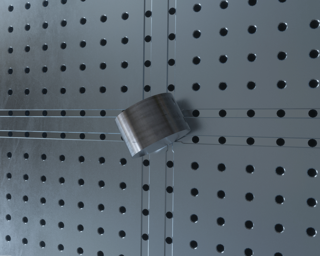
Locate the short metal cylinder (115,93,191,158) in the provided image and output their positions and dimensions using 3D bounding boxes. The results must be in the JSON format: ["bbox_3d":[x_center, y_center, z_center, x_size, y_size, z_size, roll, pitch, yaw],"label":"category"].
[{"bbox_3d":[-0.009,-0.002,0.386,0.080,0.080,0.050,-30,80,18],"label":"short metal cylinder"}]
